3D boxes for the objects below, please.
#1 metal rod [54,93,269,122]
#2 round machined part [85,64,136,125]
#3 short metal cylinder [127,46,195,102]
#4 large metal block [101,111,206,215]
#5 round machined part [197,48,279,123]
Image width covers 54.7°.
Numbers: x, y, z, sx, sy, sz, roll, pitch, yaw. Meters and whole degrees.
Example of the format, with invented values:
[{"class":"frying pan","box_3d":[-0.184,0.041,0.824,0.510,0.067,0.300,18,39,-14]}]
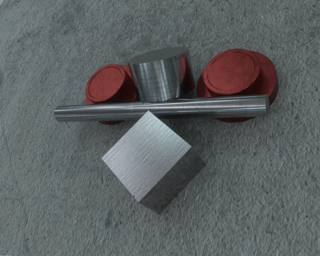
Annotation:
[{"class":"metal rod","box_3d":[-0.018,-0.023,0.401,0.300,0.025,0.025,-1,61,27]},{"class":"round machined part","box_3d":[-0.072,-0.057,0.466,0.098,0.042,0.098,-13,56,21]},{"class":"short metal cylinder","box_3d":[0.003,-0.072,0.408,0.080,0.050,0.080,-11,23,5]},{"class":"large metal block","box_3d":[-0.008,0.039,0.366,0.080,0.050,0.080,-46,51,-4]},{"class":"round machined part","box_3d":[0.092,-0.058,0.382,0.098,0.042,0.098,-13,56,21]}]
